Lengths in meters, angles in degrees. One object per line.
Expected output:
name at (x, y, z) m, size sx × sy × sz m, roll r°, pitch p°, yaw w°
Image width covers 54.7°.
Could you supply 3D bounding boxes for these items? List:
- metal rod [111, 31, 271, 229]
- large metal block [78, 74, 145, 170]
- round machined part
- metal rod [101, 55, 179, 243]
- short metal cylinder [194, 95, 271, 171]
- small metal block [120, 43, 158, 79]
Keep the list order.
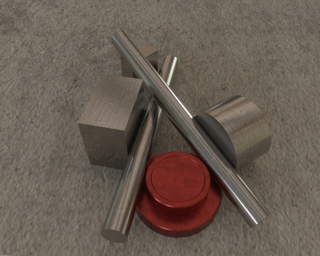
metal rod at (0.022, -0.016, 0.374) m, size 0.025 × 0.025 × 0.300 m, roll -26°, pitch 64°, yaw -20°
large metal block at (-0.053, -0.006, 0.373) m, size 0.050 × 0.080 × 0.080 m, roll 9°, pitch 51°, yaw 7°
round machined part at (0.019, 0.065, 0.340) m, size 0.099 × 0.042 × 0.098 m, roll 0°, pitch 50°, yaw 0°
metal rod at (-0.012, -0.003, 0.388) m, size 0.025 × 0.025 × 0.300 m, roll 9°, pitch 44°, yaw 7°
short metal cylinder at (0.082, 0.008, 0.364) m, size 0.050 × 0.080 × 0.080 m, roll -26°, pitch 55°, yaw -20°
small metal block at (-0.030, -0.091, 0.464) m, size 0.025 × 0.050 × 0.050 m, roll 38°, pitch 59°, yaw 27°
